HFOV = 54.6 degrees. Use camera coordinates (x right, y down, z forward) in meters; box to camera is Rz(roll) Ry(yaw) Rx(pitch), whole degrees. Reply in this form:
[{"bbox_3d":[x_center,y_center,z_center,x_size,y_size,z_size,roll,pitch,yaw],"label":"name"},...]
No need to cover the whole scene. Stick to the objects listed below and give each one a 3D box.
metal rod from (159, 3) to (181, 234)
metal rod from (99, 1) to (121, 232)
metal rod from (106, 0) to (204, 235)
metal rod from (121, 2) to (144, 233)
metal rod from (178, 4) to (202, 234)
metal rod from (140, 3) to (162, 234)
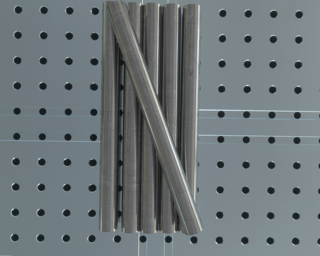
[{"bbox_3d":[0.013,-0.012,0.414,0.025,0.025,0.298,1,90,0],"label":"metal rod"},{"bbox_3d":[-0.066,-0.015,0.412,0.025,0.025,0.298,1,90,0],"label":"metal rod"},{"bbox_3d":[-0.006,-0.012,0.388,0.025,0.025,0.299,-19,90,0],"label":"metal rod"},{"bbox_3d":[-0.037,-0.013,0.412,0.025,0.025,0.298,1,90,0],"label":"metal rod"},{"bbox_3d":[0.040,-0.012,0.414,0.025,0.025,0.298,1,90,0],"label":"metal rod"},{"bbox_3d":[-0.012,-0.013,0.412,0.025,0.025,0.298,1,90,0],"label":"metal rod"}]
